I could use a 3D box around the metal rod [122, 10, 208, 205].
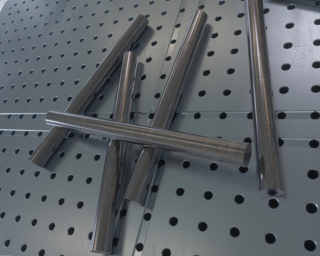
[{"bbox_3d":[0.015,-0.042,0.427,0.025,0.025,0.300,7,65,31],"label":"metal rod"}]

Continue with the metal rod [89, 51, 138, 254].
[{"bbox_3d":[-0.058,0.013,0.431,0.025,0.025,0.300,-10,57,23],"label":"metal rod"}]

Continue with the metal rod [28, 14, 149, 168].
[{"bbox_3d":[-0.110,-0.068,0.509,0.025,0.025,0.300,24,74,36],"label":"metal rod"}]

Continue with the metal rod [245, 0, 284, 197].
[{"bbox_3d":[0.124,-0.065,0.383,0.025,0.025,0.300,-9,58,24],"label":"metal rod"}]

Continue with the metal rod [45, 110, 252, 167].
[{"bbox_3d":[-0.037,0.006,0.391,0.300,0.025,0.025,10,67,32],"label":"metal rod"}]
